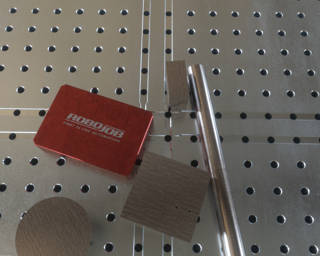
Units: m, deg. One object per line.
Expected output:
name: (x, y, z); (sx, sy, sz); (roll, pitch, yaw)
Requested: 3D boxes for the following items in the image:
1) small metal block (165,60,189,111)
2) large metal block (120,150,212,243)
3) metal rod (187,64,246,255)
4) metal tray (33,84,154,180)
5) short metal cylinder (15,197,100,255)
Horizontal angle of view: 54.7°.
small metal block: (0.022, -0.056, 0.419); (0.025, 0.050, 0.050); (-5, 70, -2)
large metal block: (0.008, 0.082, 0.368); (0.080, 0.050, 0.080); (19, 71, 6)
metal rod: (0.072, 0.055, 0.392); (0.025, 0.025, 0.299); (-8, 70, -3)
metal tray: (-0.084, 0.004, 0.406); (0.131, 0.030, 0.090); (18, 71, 6)
short metal cylinder: (-0.113, 0.122, 0.352); (0.081, 0.050, 0.080); (0, 70, 0)
